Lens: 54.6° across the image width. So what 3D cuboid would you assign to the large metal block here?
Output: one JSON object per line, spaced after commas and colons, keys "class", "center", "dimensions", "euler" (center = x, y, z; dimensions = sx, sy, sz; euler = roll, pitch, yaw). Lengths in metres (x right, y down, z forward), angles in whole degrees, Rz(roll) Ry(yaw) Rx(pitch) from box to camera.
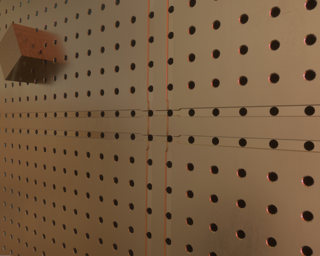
{"class": "large metal block", "center": [-0.283, -0.150, 0.629], "dimensions": [0.080, 0.050, 0.080], "euler": [-37, 68, 34]}
